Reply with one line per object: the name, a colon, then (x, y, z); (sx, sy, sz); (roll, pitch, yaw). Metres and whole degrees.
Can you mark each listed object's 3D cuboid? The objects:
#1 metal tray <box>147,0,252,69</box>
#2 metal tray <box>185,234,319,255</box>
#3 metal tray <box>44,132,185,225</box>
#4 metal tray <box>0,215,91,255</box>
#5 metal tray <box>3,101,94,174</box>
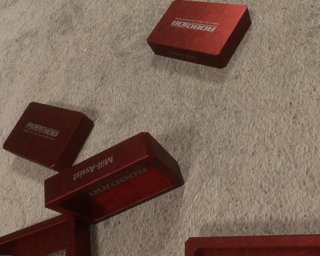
metal tray: (0.055, -0.143, 0.458); (0.130, 0.030, 0.090); (22, 73, 35)
metal tray: (0.087, 0.142, 0.267); (0.130, 0.030, 0.090); (-10, 57, 22)
metal tray: (-0.049, 0.062, 0.348); (0.130, 0.090, 0.030); (-26, 53, 11)
metal tray: (-0.147, 0.165, 0.374); (0.130, 0.030, 0.090); (-22, 53, 14)
metal tray: (-0.176, 0.012, 0.483); (0.130, 0.030, 0.090); (12, 68, 33)
